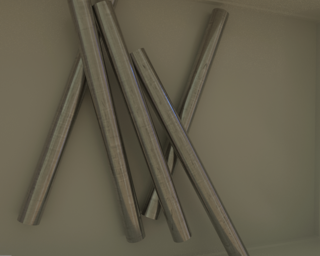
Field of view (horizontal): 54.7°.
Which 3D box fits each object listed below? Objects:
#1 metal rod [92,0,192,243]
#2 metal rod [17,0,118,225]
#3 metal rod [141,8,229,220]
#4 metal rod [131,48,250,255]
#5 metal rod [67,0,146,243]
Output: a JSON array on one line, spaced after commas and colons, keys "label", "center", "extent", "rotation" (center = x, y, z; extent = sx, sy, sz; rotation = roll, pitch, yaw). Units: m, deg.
[{"label": "metal rod", "center": [-0.019, -0.002, 0.375], "extent": [0.025, 0.025, 0.298], "rotation": [-21, 97, -19]}, {"label": "metal rod", "center": [-0.105, -0.034, 0.371], "extent": [0.025, 0.025, 0.299], "rotation": [20, 83, -19]}, {"label": "metal rod", "center": [0.037, -0.024, 0.423], "extent": [0.025, 0.025, 0.299], "rotation": [22, 83, -19]}, {"label": "metal rod", "center": [0.038, 0.039, 0.394], "extent": [0.025, 0.025, 0.299], "rotation": [-29, 95, -18]}, {"label": "metal rod", "center": [-0.061, -0.002, 0.370], "extent": [0.025, 0.025, 0.298], "rotation": [-16, 102, -19]}]
